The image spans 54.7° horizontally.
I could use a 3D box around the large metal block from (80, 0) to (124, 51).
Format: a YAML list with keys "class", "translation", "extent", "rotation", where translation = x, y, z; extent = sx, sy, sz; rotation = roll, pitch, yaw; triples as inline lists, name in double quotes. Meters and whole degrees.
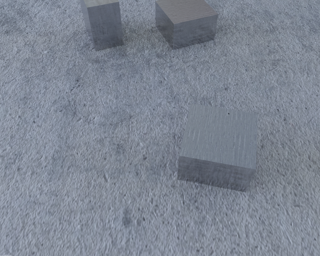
- class: "large metal block"
  translation: [-0.101, -0.192, 0.528]
  extent: [0.050, 0.080, 0.080]
  rotation: [-17, 52, -13]

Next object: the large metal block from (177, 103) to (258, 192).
- class: "large metal block"
  translation: [0.069, 0.022, 0.369]
  extent: [0.080, 0.050, 0.080]
  rotation: [10, 51, 8]

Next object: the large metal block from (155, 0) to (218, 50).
- class: "large metal block"
  translation: [0.044, -0.190, 0.547]
  extent: [0.081, 0.050, 0.080]
  rotation: [-17, 52, -14]
